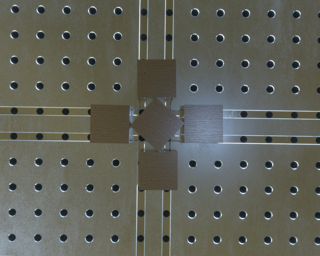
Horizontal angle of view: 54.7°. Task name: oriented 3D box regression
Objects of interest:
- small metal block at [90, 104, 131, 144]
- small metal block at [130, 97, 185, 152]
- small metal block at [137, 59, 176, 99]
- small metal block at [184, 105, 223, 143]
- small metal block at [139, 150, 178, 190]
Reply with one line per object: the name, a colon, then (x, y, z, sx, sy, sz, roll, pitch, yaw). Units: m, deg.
small metal block: (-0.065, -0.005, 0.412, 0.050, 0.025, 0.050, 1, 90, -1)
small metal block: (-0.004, -0.005, 0.413, 0.050, 0.025, 0.050, 42, 90, -1)
small metal block: (-0.004, -0.064, 0.413, 0.050, 0.025, 0.050, -1, 90, -1)
small metal block: (0.057, -0.005, 0.414, 0.050, 0.025, 0.050, 0, 90, -1)
small metal block: (-0.002, 0.056, 0.413, 0.050, 0.025, 0.050, 0, 90, -1)
